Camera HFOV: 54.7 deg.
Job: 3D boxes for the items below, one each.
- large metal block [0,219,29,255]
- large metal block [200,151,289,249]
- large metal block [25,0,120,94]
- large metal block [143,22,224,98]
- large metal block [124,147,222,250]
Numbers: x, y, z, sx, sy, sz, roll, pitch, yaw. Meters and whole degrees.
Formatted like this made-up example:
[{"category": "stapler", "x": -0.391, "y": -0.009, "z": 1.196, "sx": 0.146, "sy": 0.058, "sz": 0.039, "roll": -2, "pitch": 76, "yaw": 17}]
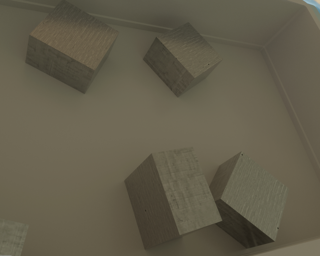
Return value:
[{"category": "large metal block", "x": -0.155, "y": 0.091, "z": 0.217, "sx": 0.080, "sy": 0.080, "sz": 0.050, "roll": 29, "pitch": 49, "yaw": -35}, {"category": "large metal block", "x": 0.107, "y": 0.091, "z": 0.394, "sx": 0.080, "sy": 0.050, "sz": 0.080, "roll": 39, "pitch": 51, "yaw": -3}, {"category": "large metal block", "x": -0.110, "y": -0.103, "z": 0.395, "sx": 0.080, "sy": 0.050, "sz": 0.080, "roll": 28, "pitch": 52, "yaw": -11}, {"category": "large metal block", "x": 0.036, "y": -0.106, "z": 0.475, "sx": 0.080, "sy": 0.050, "sz": 0.080, "roll": 48, "pitch": 51, "yaw": 5}, {"category": "large metal block", "x": 0.009, "y": 0.076, "z": 0.331, "sx": 0.050, "sy": 0.080, "sz": 0.080, "roll": -6, "pitch": 65, "yaw": -31}]
